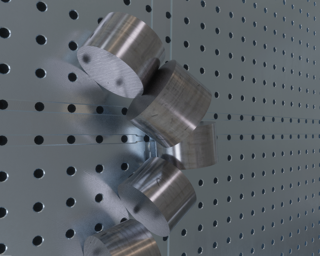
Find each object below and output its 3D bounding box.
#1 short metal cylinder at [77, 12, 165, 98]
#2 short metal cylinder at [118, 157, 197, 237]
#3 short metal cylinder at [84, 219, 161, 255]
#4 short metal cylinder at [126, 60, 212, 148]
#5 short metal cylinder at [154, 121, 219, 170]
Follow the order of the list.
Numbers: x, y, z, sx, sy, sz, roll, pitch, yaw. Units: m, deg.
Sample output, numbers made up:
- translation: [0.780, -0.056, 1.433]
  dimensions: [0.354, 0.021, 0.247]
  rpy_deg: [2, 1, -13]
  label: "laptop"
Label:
- translation: [-0.041, -0.077, 0.338]
  dimensions: [0.080, 0.080, 0.050]
  rpy_deg: [44, 64, -31]
  label: "short metal cylinder"
- translation: [-0.004, 0.081, 0.370]
  dimensions: [0.050, 0.080, 0.080]
  rpy_deg: [-41, 115, -32]
  label: "short metal cylinder"
- translation: [-0.041, 0.147, 0.339]
  dimensions: [0.050, 0.080, 0.079]
  rpy_deg: [-12, 98, -39]
  label: "short metal cylinder"
- translation: [0.008, -0.026, 0.331]
  dimensions: [0.050, 0.080, 0.080]
  rpy_deg: [38, 66, -19]
  label: "short metal cylinder"
- translation: [0.034, 0.020, 0.401]
  dimensions: [0.081, 0.080, 0.050]
  rpy_deg: [-9, 96, -40]
  label: "short metal cylinder"
